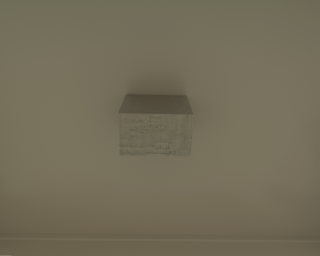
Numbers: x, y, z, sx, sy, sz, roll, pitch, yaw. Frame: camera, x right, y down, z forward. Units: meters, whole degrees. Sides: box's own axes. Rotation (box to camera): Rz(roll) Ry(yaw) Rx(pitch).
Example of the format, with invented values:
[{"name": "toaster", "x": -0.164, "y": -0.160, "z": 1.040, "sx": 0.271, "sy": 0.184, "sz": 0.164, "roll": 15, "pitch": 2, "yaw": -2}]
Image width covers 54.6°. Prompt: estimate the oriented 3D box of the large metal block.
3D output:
[{"name": "large metal block", "x": -0.005, "y": -0.006, "z": 0.377, "sx": 0.080, "sy": 0.080, "sz": 0.050, "roll": 1, "pitch": 110, "yaw": -1}]
